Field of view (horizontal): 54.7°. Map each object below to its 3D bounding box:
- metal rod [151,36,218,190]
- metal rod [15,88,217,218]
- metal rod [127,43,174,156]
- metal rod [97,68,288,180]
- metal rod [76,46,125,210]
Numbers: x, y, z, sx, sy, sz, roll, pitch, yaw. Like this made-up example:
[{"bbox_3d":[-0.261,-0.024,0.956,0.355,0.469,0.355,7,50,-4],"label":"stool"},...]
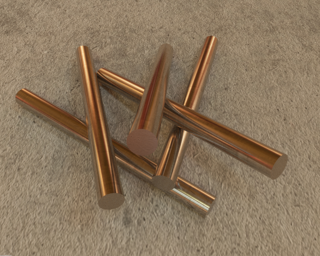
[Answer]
[{"bbox_3d":[0.045,-0.044,0.422,0.025,0.025,0.301,13,46,10],"label":"metal rod"},{"bbox_3d":[-0.070,0.020,0.385,0.300,0.025,0.025,27,55,21],"label":"metal rod"},{"bbox_3d":[-0.002,-0.058,0.380,0.025,0.025,0.301,4,28,3],"label":"metal rod"},{"bbox_3d":[0.009,-0.023,0.369,0.025,0.025,0.300,-34,42,-25],"label":"metal rod"},{"bbox_3d":[-0.085,-0.027,0.398,0.025,0.025,0.300,-12,43,-10],"label":"metal rod"}]
